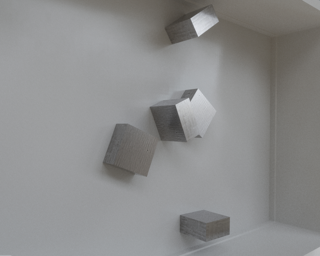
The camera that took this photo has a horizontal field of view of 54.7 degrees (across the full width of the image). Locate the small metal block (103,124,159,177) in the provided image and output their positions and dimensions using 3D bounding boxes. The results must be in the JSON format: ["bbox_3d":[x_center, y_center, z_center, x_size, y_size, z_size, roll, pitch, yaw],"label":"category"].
[{"bbox_3d":[-0.035,0.027,0.377,0.050,0.025,0.050,28,73,-37],"label":"small metal block"}]

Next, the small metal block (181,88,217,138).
[{"bbox_3d":[0.049,-0.021,0.447,0.050,0.025,0.050,45,63,-31],"label":"small metal block"}]

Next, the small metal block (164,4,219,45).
[{"bbox_3d":[0.044,-0.142,0.426,0.050,0.050,0.025,-43,116,-32],"label":"small metal block"}]

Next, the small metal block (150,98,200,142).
[{"bbox_3d":[0.019,-0.010,0.406,0.025,0.050,0.050,-30,109,-36],"label":"small metal block"}]

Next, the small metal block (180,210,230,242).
[{"bbox_3d":[0.064,0.139,0.444,0.050,0.050,0.025,2,89,-40],"label":"small metal block"}]
